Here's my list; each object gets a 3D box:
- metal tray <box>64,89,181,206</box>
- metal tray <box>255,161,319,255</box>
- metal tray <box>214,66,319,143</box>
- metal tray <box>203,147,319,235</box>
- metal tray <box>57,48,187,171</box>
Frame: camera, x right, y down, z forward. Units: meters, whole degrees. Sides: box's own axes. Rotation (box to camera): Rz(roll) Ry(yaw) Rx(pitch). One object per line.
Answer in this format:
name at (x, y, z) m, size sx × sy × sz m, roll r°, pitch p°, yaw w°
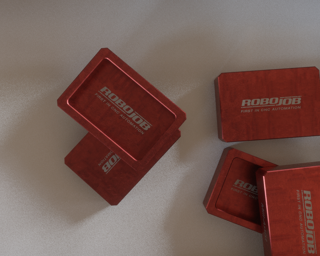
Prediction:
metal tray at (-0.048, 0.024, 0.408) m, size 0.090 × 0.030 × 0.130 m, roll 43°, pitch 90°, yaw -1°
metal tray at (0.173, 0.111, 0.381) m, size 0.091 × 0.030 × 0.129 m, roll -6°, pitch 91°, yaw -1°
metal tray at (0.142, -0.030, 0.411) m, size 0.131 × 0.030 × 0.089 m, roll -4°, pitch 90°, yaw -1°
metal tray at (0.134, 0.089, 0.410) m, size 0.131 × 0.030 × 0.090 m, roll 21°, pitch 90°, yaw -1°
metal tray at (-0.045, -0.022, 0.377) m, size 0.130 × 0.030 × 0.090 m, roll 40°, pitch 90°, yaw -1°
